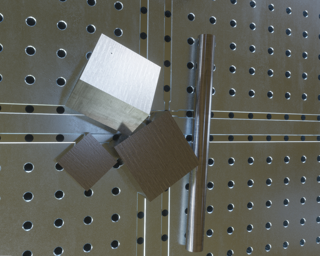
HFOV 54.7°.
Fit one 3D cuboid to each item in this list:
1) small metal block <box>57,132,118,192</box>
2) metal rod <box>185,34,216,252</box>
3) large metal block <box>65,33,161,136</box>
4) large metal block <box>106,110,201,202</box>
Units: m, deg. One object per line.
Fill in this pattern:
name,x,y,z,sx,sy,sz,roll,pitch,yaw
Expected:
small metal block,-0.090,0.040,0.380,0.050,0.025,0.050,-45,104,-15
metal rod,0.057,0.020,0.434,0.025,0.025,0.298,4,89,-20
large metal block,-0.052,-0.050,0.362,0.080,0.050,0.080,27,48,-18
large metal block,-0.009,0.033,0.397,0.080,0.050,0.080,-35,102,-17
